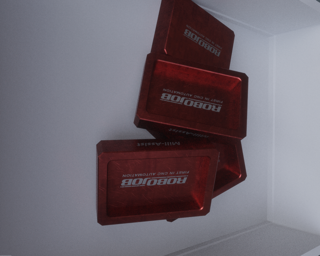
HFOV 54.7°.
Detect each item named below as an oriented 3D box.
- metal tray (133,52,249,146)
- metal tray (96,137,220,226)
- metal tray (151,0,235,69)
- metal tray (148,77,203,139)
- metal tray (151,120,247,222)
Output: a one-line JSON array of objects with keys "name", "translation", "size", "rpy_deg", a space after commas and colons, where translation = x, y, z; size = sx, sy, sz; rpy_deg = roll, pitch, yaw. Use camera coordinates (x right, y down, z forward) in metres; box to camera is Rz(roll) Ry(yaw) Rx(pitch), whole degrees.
[{"name": "metal tray", "translation": [0.040, -0.035, 0.380], "size": [0.131, 0.030, 0.090], "rpy_deg": [11, 68, -8]}, {"name": "metal tray", "translation": [-0.004, 0.059, 0.349], "size": [0.131, 0.030, 0.089], "rpy_deg": [-1, 112, -15]}, {"name": "metal tray", "translation": [0.052, -0.123, 0.449], "size": [0.131, 0.030, 0.090], "rpy_deg": [18, 79, -39]}, {"name": "metal tray", "translation": [0.040, -0.006, 0.440], "size": [0.130, 0.030, 0.090], "rpy_deg": [45, 63, -31]}, {"name": "metal tray", "translation": [0.050, 0.055, 0.411], "size": [0.131, 0.030, 0.089], "rpy_deg": [-25, 117, -18]}]
